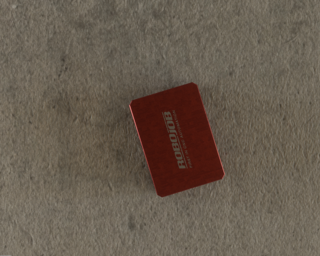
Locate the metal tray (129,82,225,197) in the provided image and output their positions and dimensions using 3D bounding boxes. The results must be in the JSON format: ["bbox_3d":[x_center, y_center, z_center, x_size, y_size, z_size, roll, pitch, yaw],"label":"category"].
[{"bbox_3d":[0.022,0.015,0.408,0.090,0.030,0.129,-17,90,-1],"label":"metal tray"}]
